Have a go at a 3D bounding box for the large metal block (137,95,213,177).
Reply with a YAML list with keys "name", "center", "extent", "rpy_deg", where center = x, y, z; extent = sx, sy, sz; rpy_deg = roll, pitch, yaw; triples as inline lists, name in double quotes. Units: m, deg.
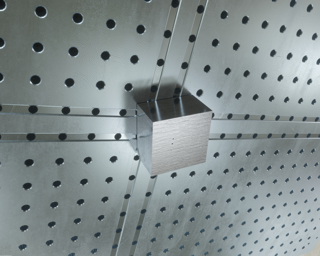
- name: "large metal block"
  center: [0.017, 0.008, 0.407]
  extent: [0.081, 0.050, 0.079]
  rpy_deg: [-12, 124, -22]
